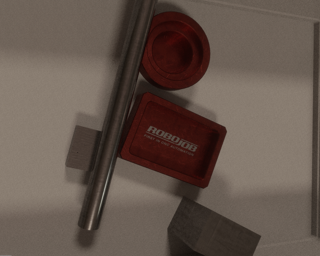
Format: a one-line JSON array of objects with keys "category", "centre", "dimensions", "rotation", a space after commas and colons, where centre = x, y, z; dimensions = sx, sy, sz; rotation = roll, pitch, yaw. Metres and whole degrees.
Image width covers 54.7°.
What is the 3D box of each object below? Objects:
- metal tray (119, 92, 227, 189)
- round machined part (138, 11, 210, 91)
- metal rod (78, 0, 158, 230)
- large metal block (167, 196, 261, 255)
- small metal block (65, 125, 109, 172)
[{"category": "metal tray", "centre": [0.017, 0.018, 0.415], "dimensions": [0.131, 0.030, 0.090], "rotation": [23, 82, -19]}, {"category": "round machined part", "centre": [0.013, -0.098, 0.407], "dimensions": [0.099, 0.042, 0.097], "rotation": [0, 90, -21]}, {"category": "metal rod", "centre": [-0.046, -0.031, 0.358], "dimensions": [0.025, 0.025, 0.298], "rotation": [14, 91, -20]}, {"category": "large metal block", "centre": [0.069, 0.137, 0.408], "dimensions": [0.080, 0.080, 0.050], "rotation": [31, 80, -18]}, {"category": "small metal block", "centre": [-0.084, 0.027, 0.380], "dimensions": [0.050, 0.025, 0.050], "rotation": [16, 85, -20]}]
